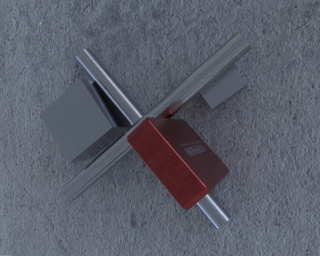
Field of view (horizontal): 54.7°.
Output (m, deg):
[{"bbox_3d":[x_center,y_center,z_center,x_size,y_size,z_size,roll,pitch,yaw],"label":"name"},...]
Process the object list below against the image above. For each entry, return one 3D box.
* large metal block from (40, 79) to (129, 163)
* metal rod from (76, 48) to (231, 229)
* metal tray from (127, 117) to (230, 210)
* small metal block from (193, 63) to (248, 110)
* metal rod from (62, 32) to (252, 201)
[{"bbox_3d":[-0.104,-0.009,0.431,0.080,0.050,0.080,-38,78,15],"label":"large metal block"},{"bbox_3d":[-0.016,0.005,0.415,0.025,0.025,0.300,-44,77,14],"label":"metal rod"},{"bbox_3d":[0.027,0.032,0.343,0.030,0.130,0.090,-44,76,15],"label":"metal tray"},{"bbox_3d":[0.073,-0.057,0.384,0.050,0.025,0.050,-37,79,16],"label":"small metal block"},{"bbox_3d":[-0.014,-0.005,0.387,0.299,0.025,0.025,-41,78,15],"label":"metal rod"}]
